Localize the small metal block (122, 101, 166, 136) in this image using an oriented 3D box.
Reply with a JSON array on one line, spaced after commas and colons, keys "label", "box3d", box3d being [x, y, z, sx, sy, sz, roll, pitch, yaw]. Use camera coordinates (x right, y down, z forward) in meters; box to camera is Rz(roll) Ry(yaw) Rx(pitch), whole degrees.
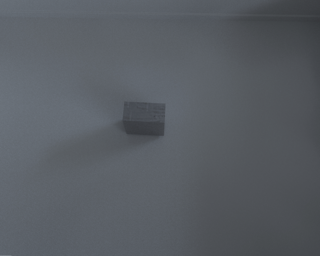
[{"label": "small metal block", "box3d": [-0.019, -0.011, 0.396, 0.050, 0.050, 0.025, 3, 70, 1]}]
